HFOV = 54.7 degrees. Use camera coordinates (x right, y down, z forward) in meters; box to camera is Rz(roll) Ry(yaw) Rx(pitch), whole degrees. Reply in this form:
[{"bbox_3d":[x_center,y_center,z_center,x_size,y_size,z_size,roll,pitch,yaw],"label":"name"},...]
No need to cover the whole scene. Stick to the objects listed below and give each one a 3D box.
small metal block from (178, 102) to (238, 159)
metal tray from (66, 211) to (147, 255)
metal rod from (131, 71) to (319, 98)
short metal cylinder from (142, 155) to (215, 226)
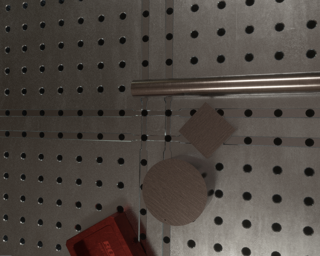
[{"bbox_3d":[0.061,0.003,0.391,0.050,0.025,0.050,45,104,14],"label":"small metal block"},{"bbox_3d":[-0.064,0.194,0.431,0.090,0.030,0.130,-33,80,16],"label":"metal tray"},{"bbox_3d":[0.108,-0.052,0.374,0.301,0.025,0.025,0,90,19],"label":"metal rod"},{"bbox_3d":[0.025,0.076,0.390,0.080,0.050,0.079,0,90,19],"label":"short metal cylinder"}]
